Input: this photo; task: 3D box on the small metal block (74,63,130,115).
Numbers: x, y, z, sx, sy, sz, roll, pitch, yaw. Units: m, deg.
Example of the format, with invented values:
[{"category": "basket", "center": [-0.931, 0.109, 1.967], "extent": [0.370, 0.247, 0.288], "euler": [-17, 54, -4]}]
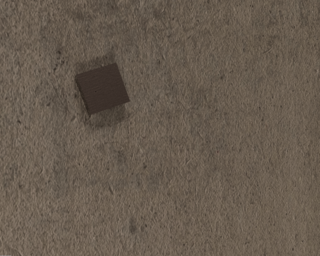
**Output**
[{"category": "small metal block", "center": [-0.072, -0.048, 0.383], "extent": [0.050, 0.025, 0.050], "euler": [-22, 98, -19]}]
